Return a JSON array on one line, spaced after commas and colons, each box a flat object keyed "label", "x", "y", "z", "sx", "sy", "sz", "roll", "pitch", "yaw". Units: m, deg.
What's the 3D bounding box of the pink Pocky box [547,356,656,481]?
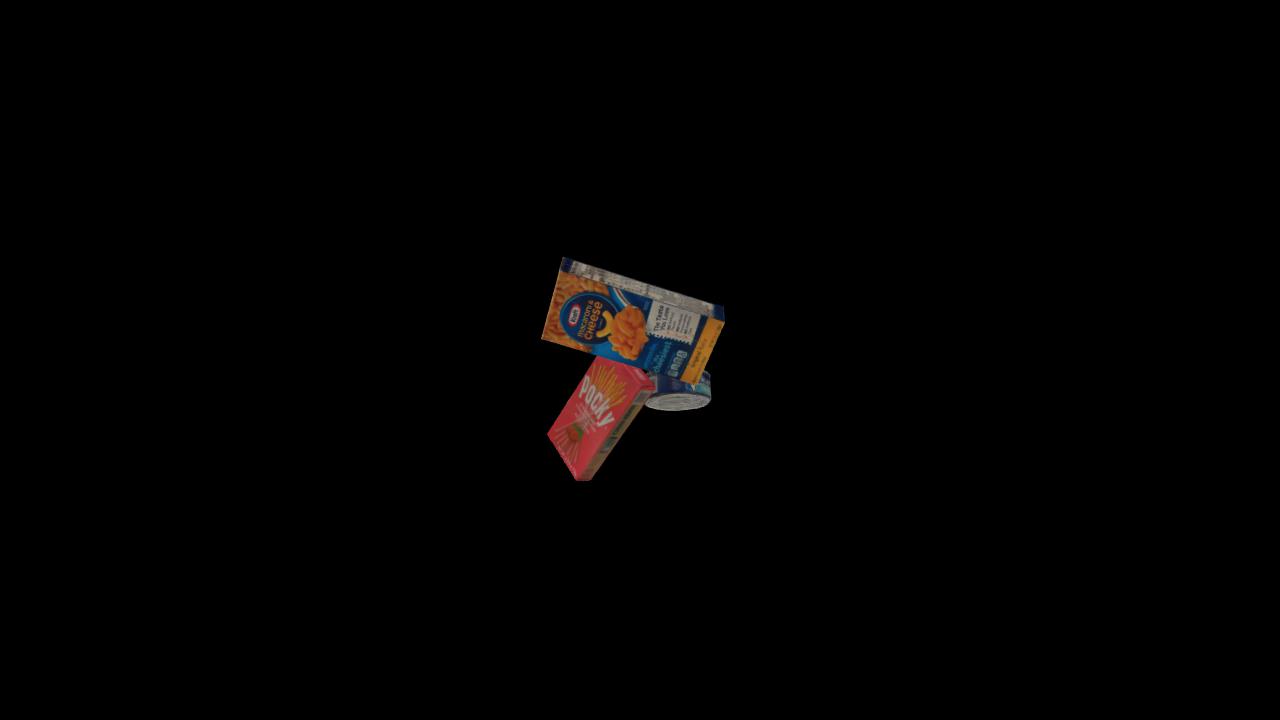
[{"label": "pink Pocky box", "x": -0.050, "y": 0.063, "z": 0.743, "sx": 0.029, "sy": 0.155, "sz": 0.084, "roll": 10, "pitch": 32, "yaw": -47}]

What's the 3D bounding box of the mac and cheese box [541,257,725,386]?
[{"label": "mac and cheese box", "x": -0.008, "y": -0.040, "z": 0.676, "sx": 0.184, "sy": 0.093, "sz": 0.041, "roll": 16, "pitch": 35, "yaw": -7}]

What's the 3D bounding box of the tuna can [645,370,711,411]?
[{"label": "tuna can", "x": 0.044, "y": 0.036, "z": 0.746, "sx": 0.084, "sy": 0.034, "sz": 0.084, "roll": -1, "pitch": -19, "yaw": 0}]
